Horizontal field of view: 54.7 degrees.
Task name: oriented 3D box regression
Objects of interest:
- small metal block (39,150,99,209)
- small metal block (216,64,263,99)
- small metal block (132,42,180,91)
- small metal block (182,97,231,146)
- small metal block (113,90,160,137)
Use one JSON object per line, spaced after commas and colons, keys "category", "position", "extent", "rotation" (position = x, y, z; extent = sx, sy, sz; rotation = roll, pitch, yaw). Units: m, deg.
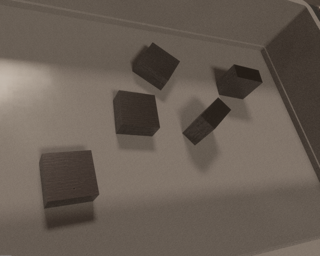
{"category": "small metal block", "position": [-0.095, 0.052, 0.323], "extent": [0.050, 0.025, 0.050], "rotation": [-2, 63, -30]}
{"category": "small metal block", "position": [0.129, -0.074, 0.507], "extent": [0.050, 0.050, 0.025], "rotation": [7, 59, -25]}
{"category": "small metal block", "position": [-0.005, -0.092, 0.461], "extent": [0.050, 0.025, 0.050], "rotation": [34, 51, -7]}
{"category": "small metal block", "position": [0.065, -0.009, 0.432], "extent": [0.025, 0.050, 0.050], "rotation": [45, 51, 2]}
{"category": "small metal block", "position": [-0.031, -0.018, 0.401], "extent": [0.050, 0.025, 0.050], "rotation": [5, 59, -26]}
